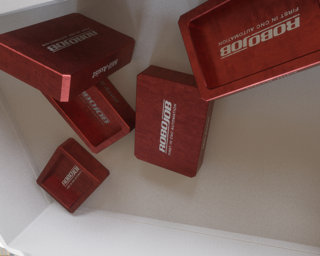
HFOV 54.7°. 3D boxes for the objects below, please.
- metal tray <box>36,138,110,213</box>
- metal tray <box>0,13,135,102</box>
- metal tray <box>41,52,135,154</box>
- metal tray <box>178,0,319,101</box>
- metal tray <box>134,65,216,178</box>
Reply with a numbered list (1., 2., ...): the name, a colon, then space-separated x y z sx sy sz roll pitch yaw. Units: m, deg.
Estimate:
1. metal tray: -0.155 0.087 0.540 0.090 0.030 0.129 43 129 -2
2. metal tray: -0.098 -0.084 0.340 0.090 0.131 0.030 27 128 11
3. metal tray: -0.101 -0.035 0.437 0.090 0.030 0.130 -31 101 38
4. metal tray: 0.088 -0.086 0.285 0.130 0.030 0.090 -18 88 34
5. metal tray: 0.015 -0.006 0.394 0.090 0.030 0.129 17 125 18
